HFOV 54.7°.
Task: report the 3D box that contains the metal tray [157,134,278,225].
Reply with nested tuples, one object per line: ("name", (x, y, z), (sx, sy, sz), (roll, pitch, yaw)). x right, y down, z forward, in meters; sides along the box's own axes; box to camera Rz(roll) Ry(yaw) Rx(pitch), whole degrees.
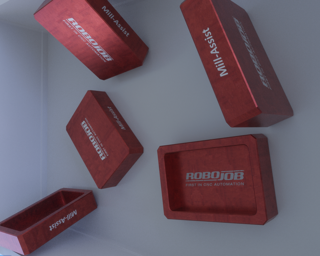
("metal tray", (0.059, 0.058, 0.354), (0.130, 0.030, 0.090), (-10, 84, 39))

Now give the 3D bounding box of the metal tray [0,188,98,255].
("metal tray", (-0.175, 0.138, 0.481), (0.090, 0.131, 0.030), (-5, 105, 40))

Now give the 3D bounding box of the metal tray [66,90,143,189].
("metal tray", (-0.090, 0.016, 0.478), (0.090, 0.030, 0.130), (-51, 60, 27))

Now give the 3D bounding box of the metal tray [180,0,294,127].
("metal tray", (0.076, -0.065, 0.301), (0.030, 0.091, 0.129), (-30, 71, 36))

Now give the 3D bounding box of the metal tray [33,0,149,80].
("metal tray", (-0.089, -0.127, 0.417), (0.090, 0.130, 0.030), (-12, 47, 39))
